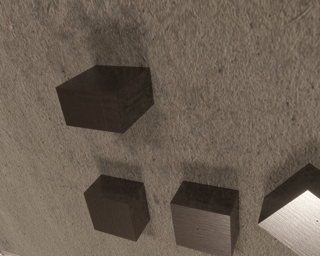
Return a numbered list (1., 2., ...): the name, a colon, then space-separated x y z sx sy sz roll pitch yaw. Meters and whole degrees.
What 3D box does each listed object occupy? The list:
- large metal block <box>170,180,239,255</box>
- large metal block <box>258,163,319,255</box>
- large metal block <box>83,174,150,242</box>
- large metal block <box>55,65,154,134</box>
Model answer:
1. large metal block: 0.065 0.127 0.434 0.080 0.050 0.079 6 121 25
2. large metal block: 0.176 0.101 0.360 0.080 0.050 0.080 37 129 3
3. large metal block: -0.068 0.129 0.504 0.080 0.050 0.079 7 122 24
4. large metal block: -0.063 -0.039 0.379 0.080 0.080 0.050 7 122 24
